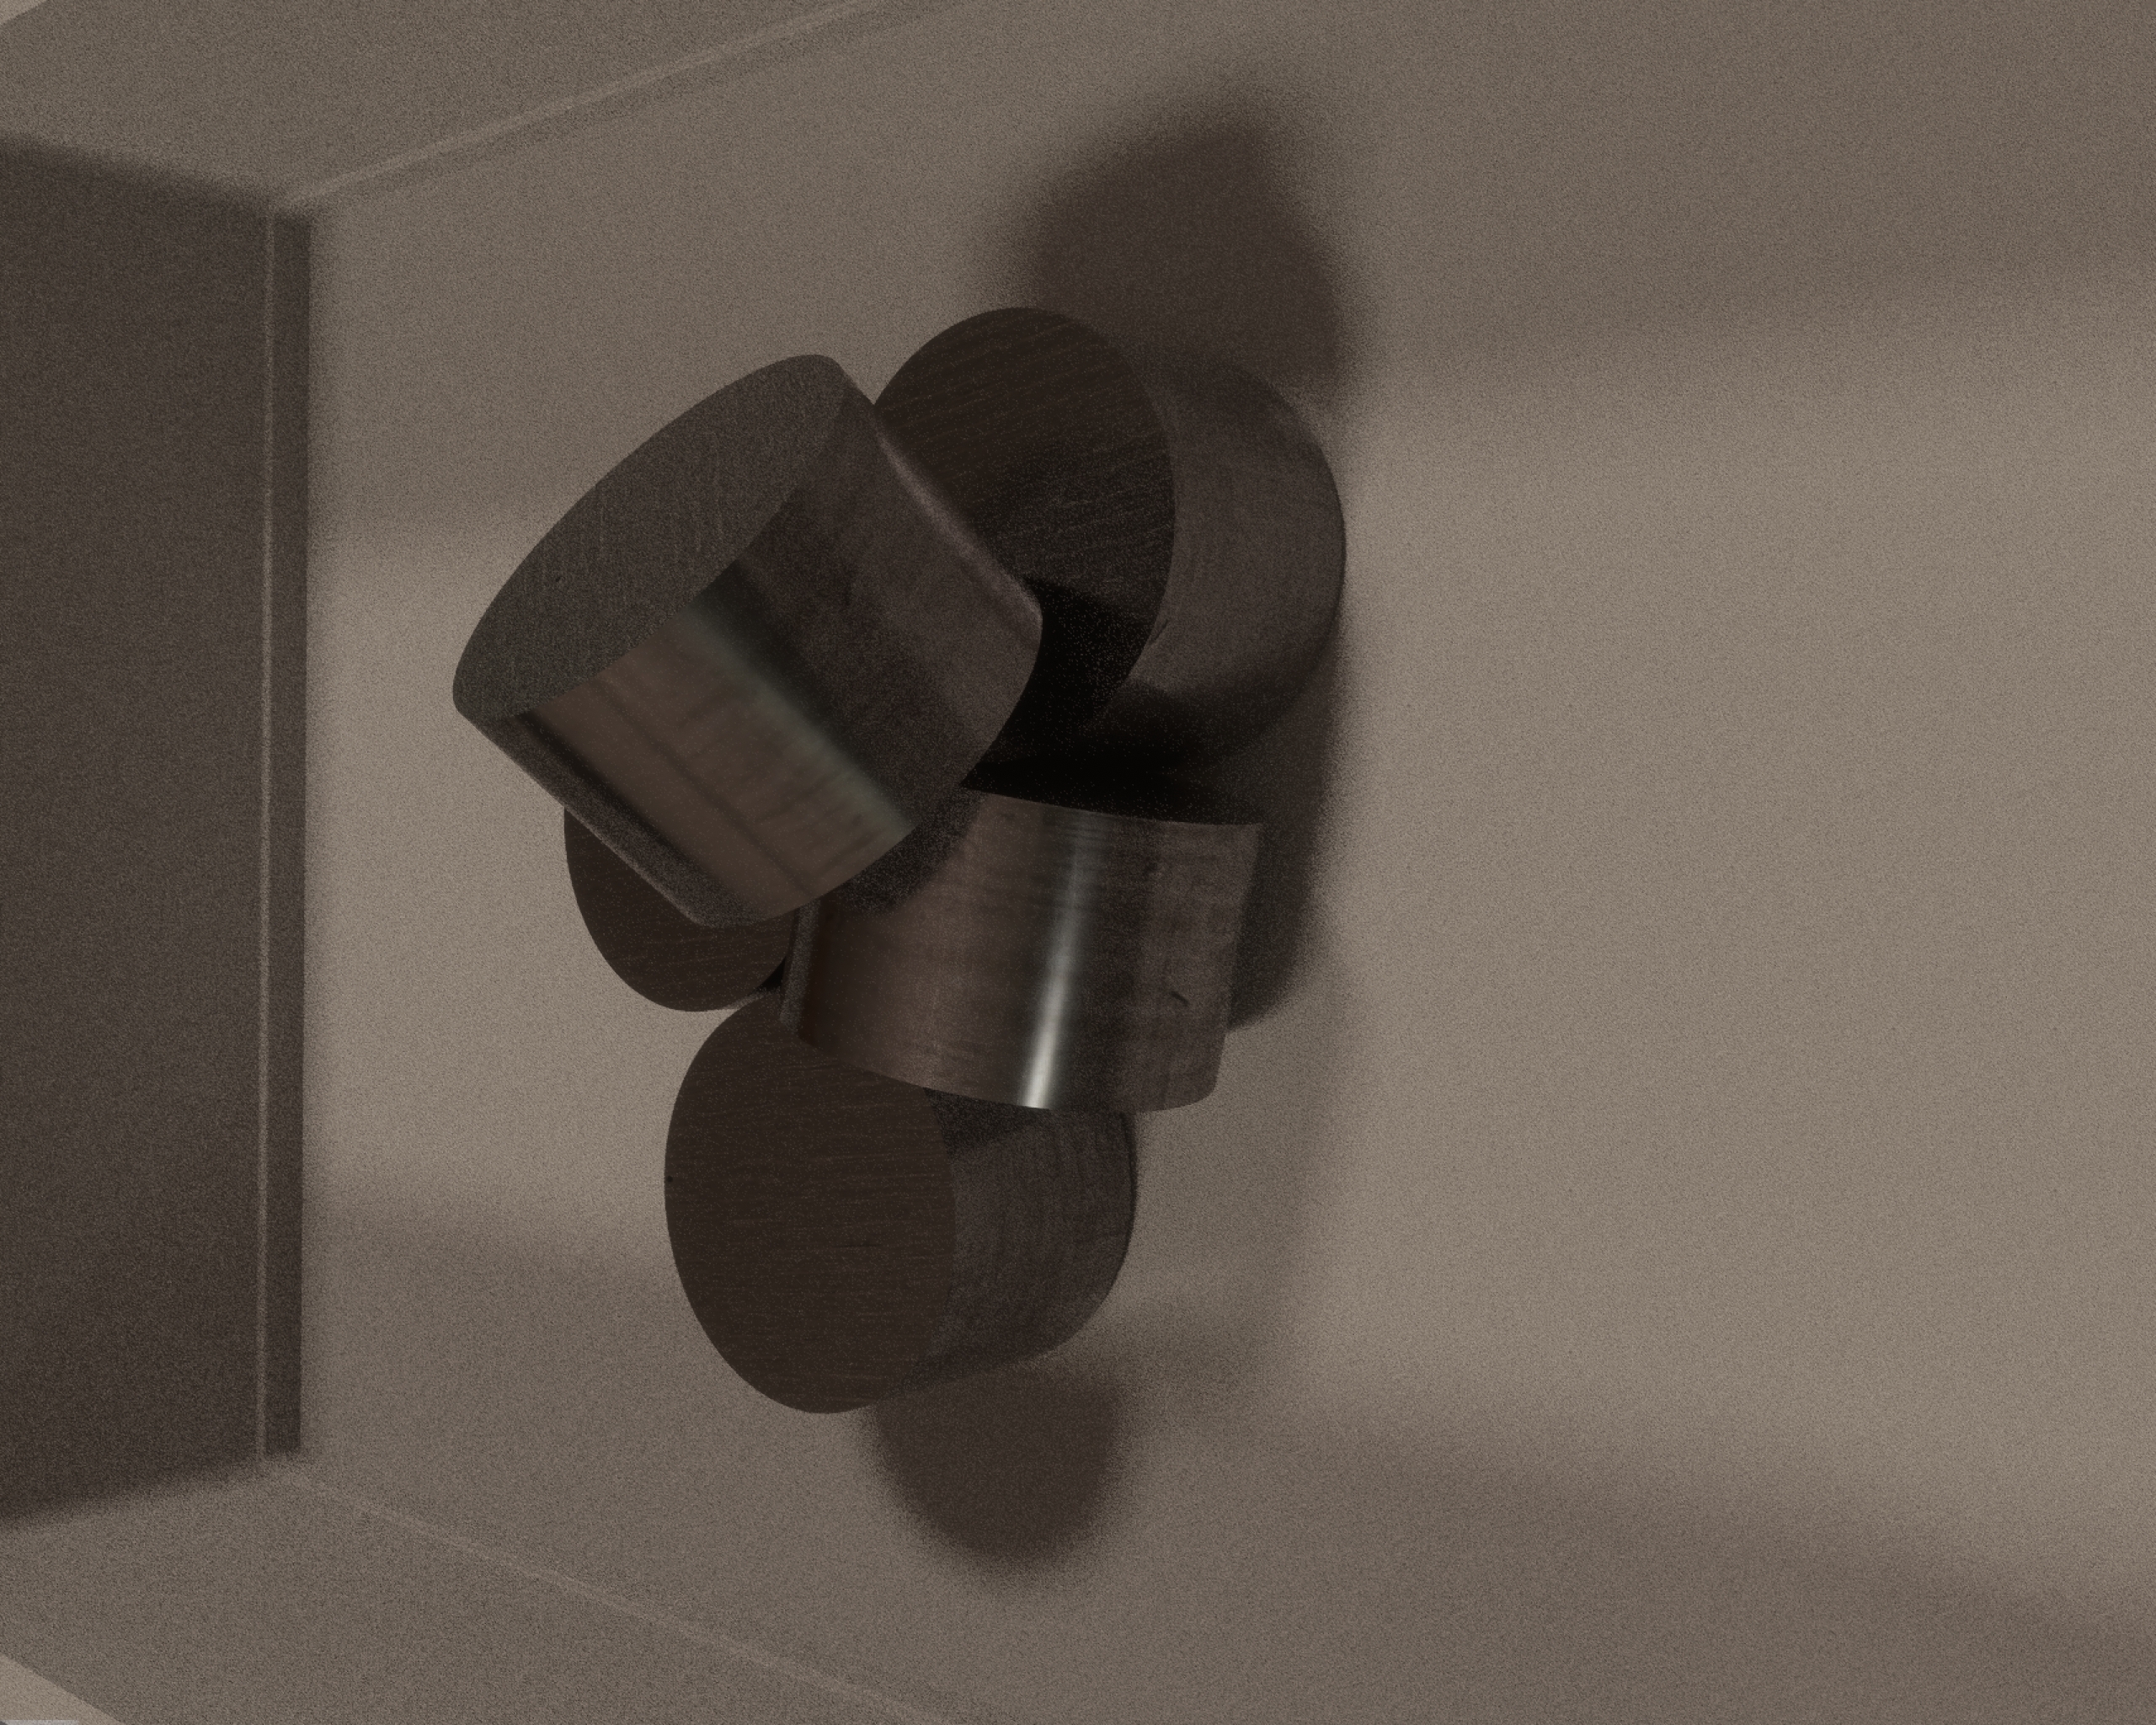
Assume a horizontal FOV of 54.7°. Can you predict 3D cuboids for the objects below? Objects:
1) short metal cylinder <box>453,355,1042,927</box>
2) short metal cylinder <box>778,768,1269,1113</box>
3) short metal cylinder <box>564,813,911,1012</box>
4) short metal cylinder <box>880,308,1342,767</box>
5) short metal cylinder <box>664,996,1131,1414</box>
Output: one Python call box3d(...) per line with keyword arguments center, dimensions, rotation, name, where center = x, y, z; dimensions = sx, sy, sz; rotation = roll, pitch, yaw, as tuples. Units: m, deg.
box3d(center=(-0.053, -0.036, 0.339), dimensions=(0.080, 0.050, 0.080), rotation=(-29, 33, 21), name="short metal cylinder")
box3d(center=(-0.010, 0.008, 0.376), dimensions=(0.080, 0.081, 0.050), rotation=(17, 101, 38), name="short metal cylinder")
box3d(center=(-0.062, -0.010, 0.437), dimensions=(0.080, 0.050, 0.079), rotation=(0, 90, 39), name="short metal cylinder")
box3d(center=(0.001, -0.057, 0.386), dimensions=(0.080, 0.050, 0.079), rotation=(0, 90, 39), name="short metal cylinder")
box3d(center=(-0.037, 0.064, 0.416), dimensions=(0.080, 0.050, 0.079), rotation=(0, 90, 39), name="short metal cylinder")
